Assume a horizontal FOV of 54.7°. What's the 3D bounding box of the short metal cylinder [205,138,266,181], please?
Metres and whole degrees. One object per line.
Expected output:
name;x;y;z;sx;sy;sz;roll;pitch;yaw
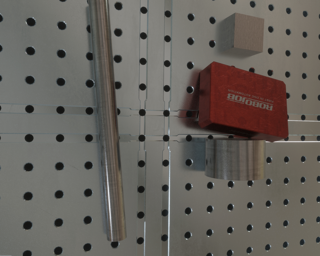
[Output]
short metal cylinder;0.102;0.040;0.423;0.081;0.080;0.050;0;90;-20

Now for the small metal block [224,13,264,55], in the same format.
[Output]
small metal block;0.125;-0.138;0.460;0.050;0.025;0.050;3;89;-20

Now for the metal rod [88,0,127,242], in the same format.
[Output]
metal rod;-0.066;-0.009;0.389;0.025;0.025;0.298;-5;92;-20

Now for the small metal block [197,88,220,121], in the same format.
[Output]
small metal block;0.086;-0.029;0.446;0.050;0.025;0.050;12;86;-20

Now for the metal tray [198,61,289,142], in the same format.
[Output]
metal tray;0.121;-0.035;0.444;0.131;0.030;0.090;11;71;-20
